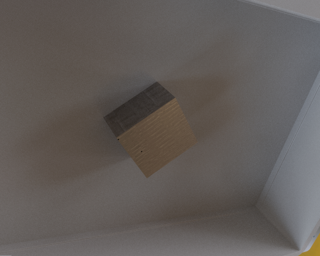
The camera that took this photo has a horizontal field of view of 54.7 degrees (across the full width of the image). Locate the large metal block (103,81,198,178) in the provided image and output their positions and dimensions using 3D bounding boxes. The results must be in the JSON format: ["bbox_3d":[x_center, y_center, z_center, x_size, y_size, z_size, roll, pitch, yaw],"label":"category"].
[{"bbox_3d":[-0.010,0.003,0.390,0.080,0.050,0.080,-35,129,-6],"label":"large metal block"}]
